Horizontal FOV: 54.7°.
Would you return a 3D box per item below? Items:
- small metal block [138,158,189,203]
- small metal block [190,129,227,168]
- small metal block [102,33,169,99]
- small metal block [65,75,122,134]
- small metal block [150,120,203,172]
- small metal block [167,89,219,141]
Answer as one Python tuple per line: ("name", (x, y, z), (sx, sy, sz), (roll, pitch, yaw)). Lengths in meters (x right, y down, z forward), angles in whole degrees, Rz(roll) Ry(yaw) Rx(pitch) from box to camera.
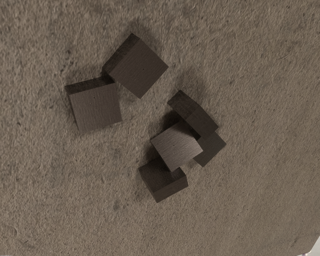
("small metal block", (0.004, 0.069, 0.436), (0.050, 0.050, 0.025), (-26, 134, -13))
("small metal block", (0.063, 0.023, 0.457), (0.050, 0.025, 0.050), (-46, 130, 3))
("small metal block", (-0.027, -0.069, 0.350), (0.050, 0.025, 0.050), (-48, 129, 5))
("small metal block", (-0.074, -0.027, 0.351), (0.050, 0.025, 0.050), (-19, 126, -18))
("small metal block", (0.021, 0.025, 0.418), (0.050, 0.025, 0.050), (-33, 85, -7))
("small metal block", (0.043, -0.017, 0.405), (0.025, 0.050, 0.050), (-45, 130, 3))
